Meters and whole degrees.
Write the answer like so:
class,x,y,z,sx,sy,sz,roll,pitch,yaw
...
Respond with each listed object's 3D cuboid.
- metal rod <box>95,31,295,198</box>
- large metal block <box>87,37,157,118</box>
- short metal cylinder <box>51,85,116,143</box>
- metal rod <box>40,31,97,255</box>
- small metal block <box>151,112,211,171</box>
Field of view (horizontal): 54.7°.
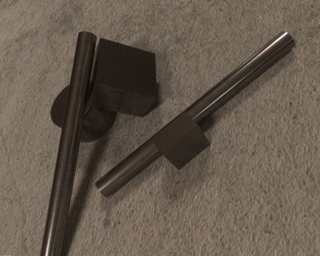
class,x,y,z,sx,sy,sz,roll,pitch,yaw
metal rod,0.043,-0.016,0.390,0.300,0.025,0.025,-39,51,1
large metal block,-0.052,-0.068,0.428,0.050,0.081,0.080,129,146,-50
short metal cylinder,-0.113,-0.025,0.460,0.080,0.050,0.080,-13,56,20
metal rod,-0.116,0.019,0.398,0.025,0.025,0.299,1,78,28
small metal block,0.026,0.016,0.363,0.050,0.050,0.025,-40,51,1
